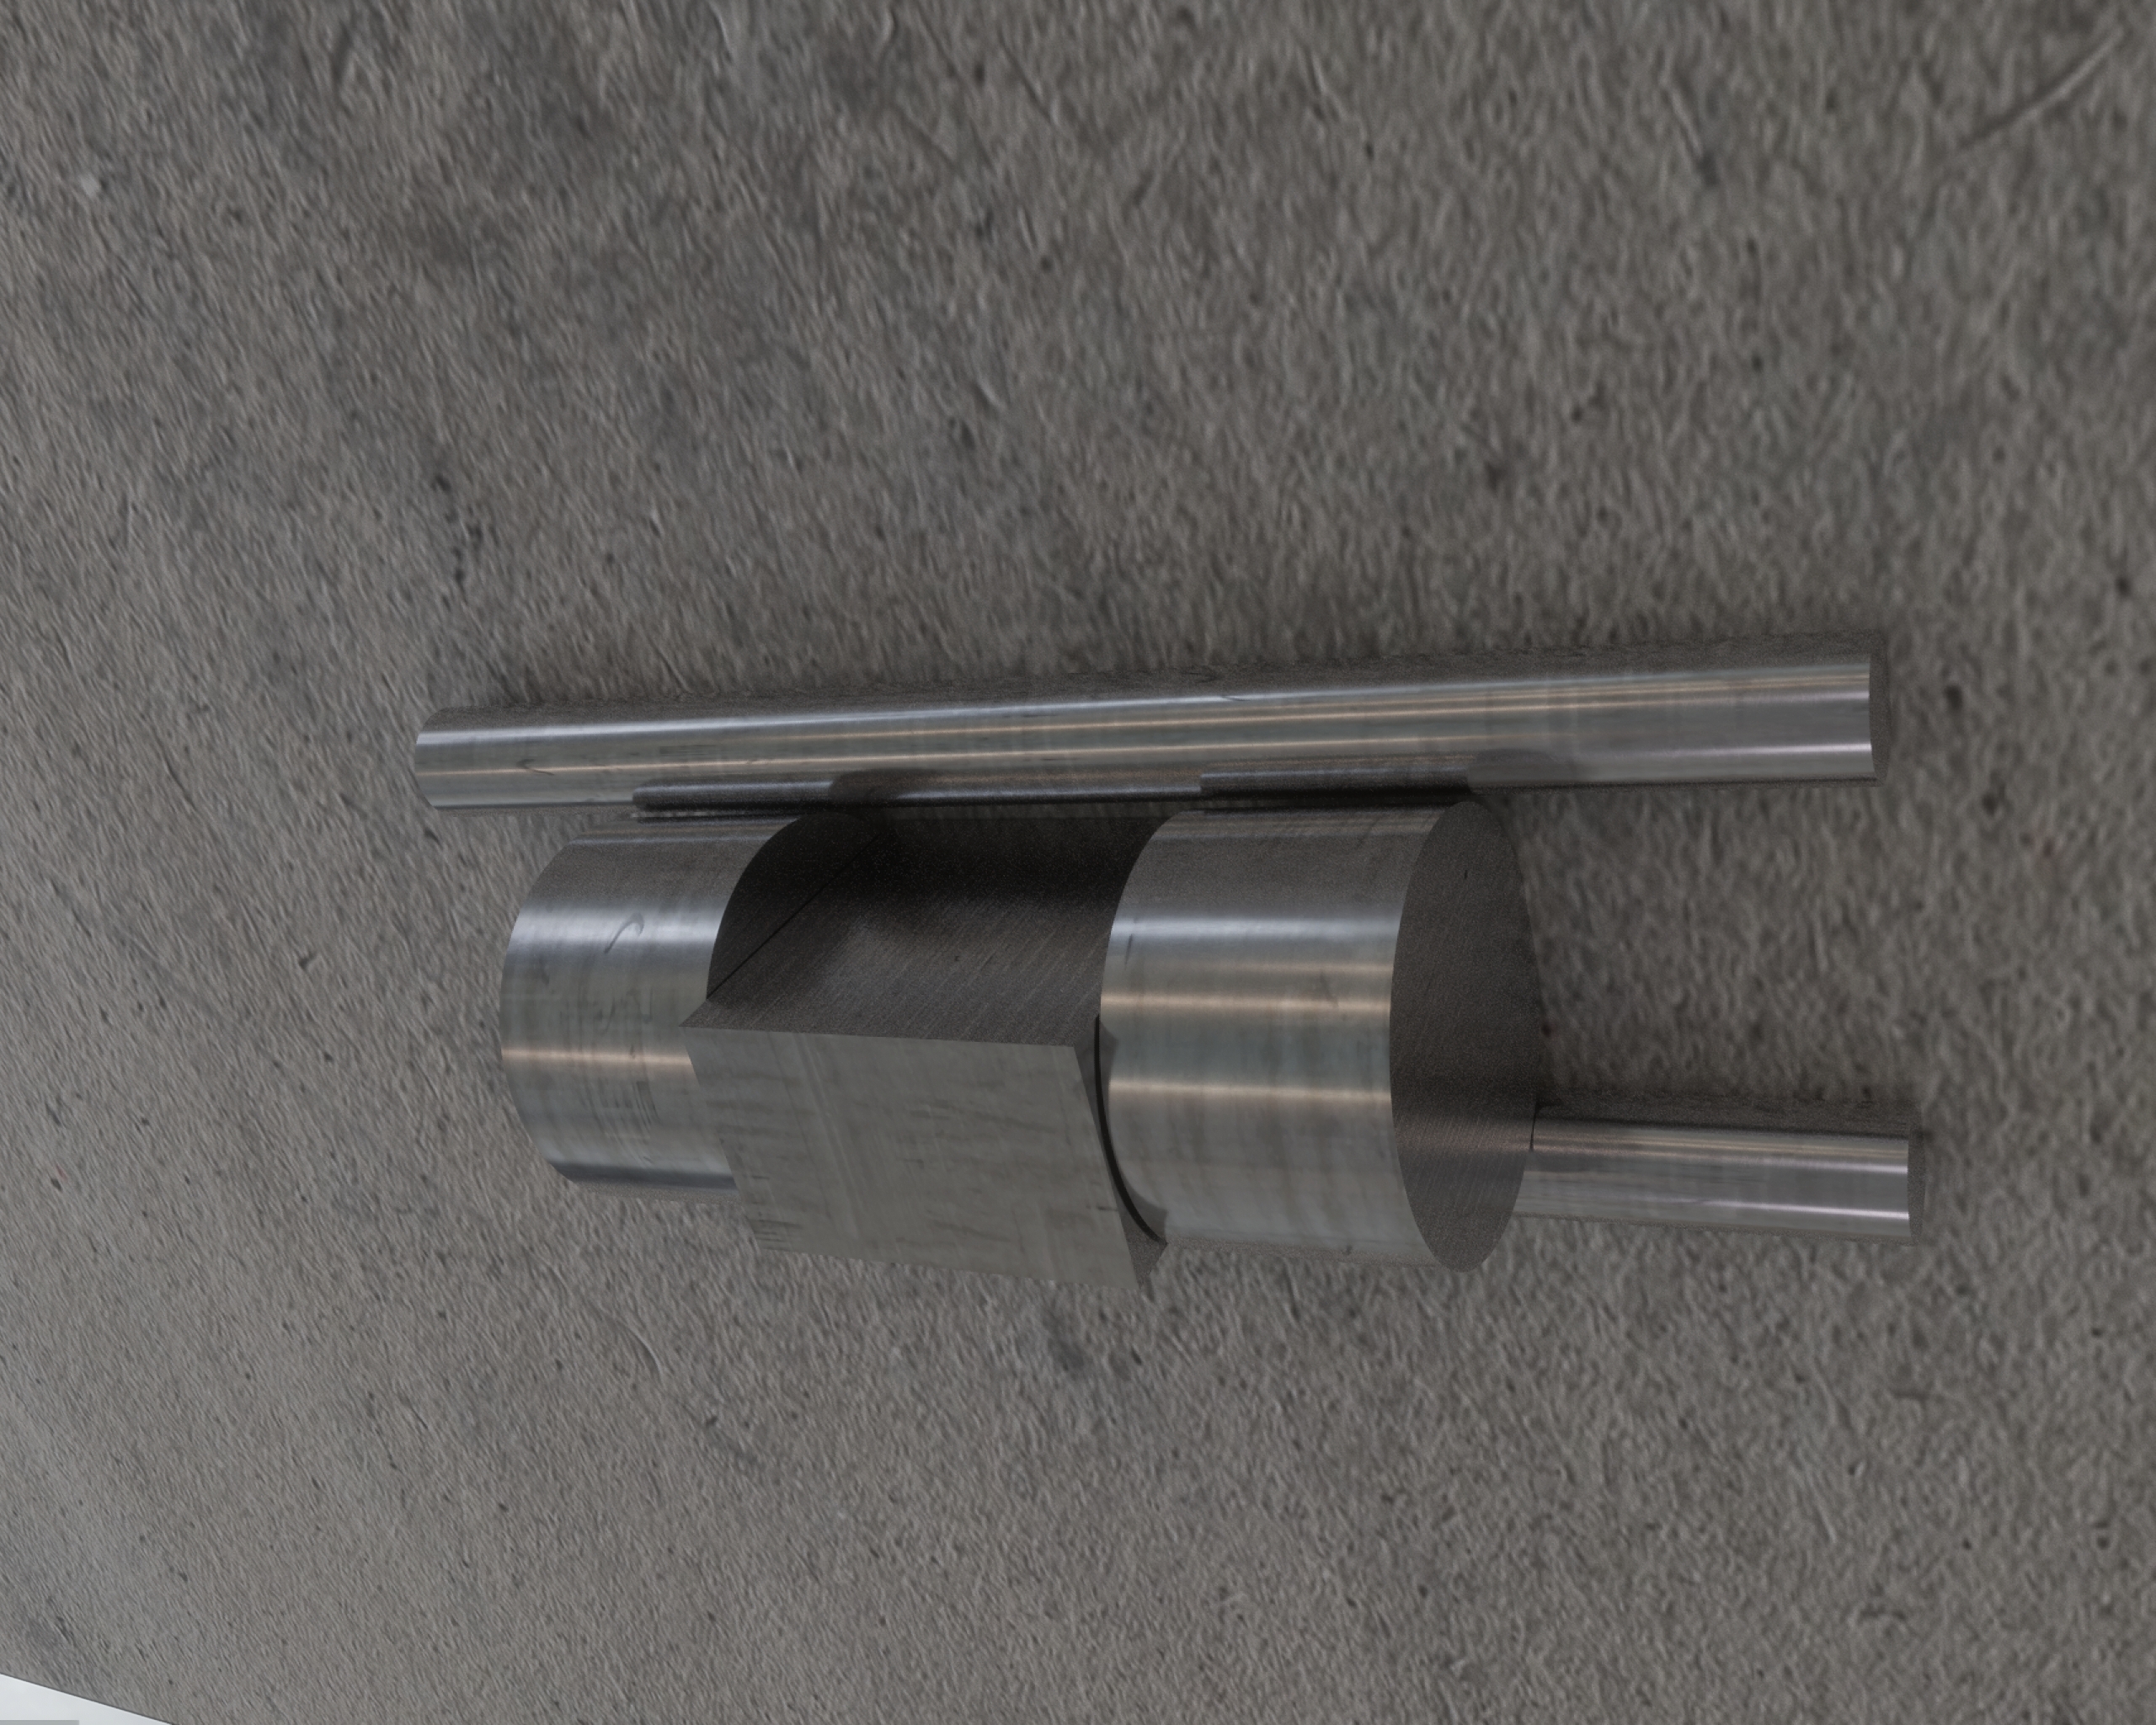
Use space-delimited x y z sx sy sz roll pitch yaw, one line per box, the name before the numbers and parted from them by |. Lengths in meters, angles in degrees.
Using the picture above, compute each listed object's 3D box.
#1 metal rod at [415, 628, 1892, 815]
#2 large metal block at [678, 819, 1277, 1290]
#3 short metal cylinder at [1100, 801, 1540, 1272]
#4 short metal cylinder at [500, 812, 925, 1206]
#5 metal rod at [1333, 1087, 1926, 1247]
metal rod | -0.007 -0.023 0.398 0.300 0.025 0.025 0 118 28
large metal block | -0.014 0.032 0.397 0.080 0.080 0.050 0 119 28
short metal cylinder | 0.045 0.030 0.367 0.050 0.080 0.080 -1 118 29
short metal cylinder | -0.071 0.030 0.428 0.050 0.080 0.080 -1 118 29
metal rod | 0.014 0.055 0.435 0.300 0.025 0.025 0 118 28
